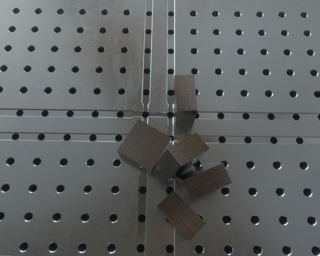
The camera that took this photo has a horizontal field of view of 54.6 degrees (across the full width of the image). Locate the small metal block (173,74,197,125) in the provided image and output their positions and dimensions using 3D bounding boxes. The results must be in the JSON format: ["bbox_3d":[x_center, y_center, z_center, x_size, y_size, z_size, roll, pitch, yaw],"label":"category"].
[{"bbox_3d":[0.032,-0.036,0.412,0.025,0.050,0.050,-2,70,-1],"label":"small metal block"}]

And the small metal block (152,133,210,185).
[{"bbox_3d":[0.025,0.038,0.376,0.050,0.050,0.025,-26,70,-37],"label":"small metal block"}]

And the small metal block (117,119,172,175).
[{"bbox_3d":[-0.019,0.025,0.403,0.050,0.025,0.050,30,73,10],"label":"small metal block"}]

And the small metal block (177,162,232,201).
[{"bbox_3d":[0.051,0.062,0.373,0.050,0.050,0.025,-22,88,-8],"label":"small metal block"}]

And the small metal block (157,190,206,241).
[{"bbox_3d":[0.024,0.103,0.361,0.025,0.050,0.050,-42,76,-14],"label":"small metal block"}]
